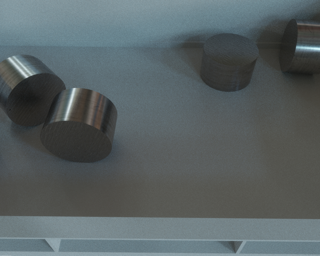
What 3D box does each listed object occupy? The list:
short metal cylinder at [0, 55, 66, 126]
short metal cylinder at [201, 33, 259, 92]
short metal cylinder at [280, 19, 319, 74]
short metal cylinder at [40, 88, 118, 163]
[{"bbox_3d":[-0.173,-0.049,0.408,0.080,0.080,0.050,-35,59,-26],"label":"short metal cylinder"},{"bbox_3d":[0.105,-0.101,0.475,0.081,0.050,0.080,0,50,0],"label":"short metal cylinder"},{"bbox_3d":[0.223,-0.125,0.477,0.050,0.080,0.080,6,50,4],"label":"short metal cylinder"},{"bbox_3d":[-0.094,-0.001,0.369,0.081,0.080,0.050,2,50,1],"label":"short metal cylinder"}]
